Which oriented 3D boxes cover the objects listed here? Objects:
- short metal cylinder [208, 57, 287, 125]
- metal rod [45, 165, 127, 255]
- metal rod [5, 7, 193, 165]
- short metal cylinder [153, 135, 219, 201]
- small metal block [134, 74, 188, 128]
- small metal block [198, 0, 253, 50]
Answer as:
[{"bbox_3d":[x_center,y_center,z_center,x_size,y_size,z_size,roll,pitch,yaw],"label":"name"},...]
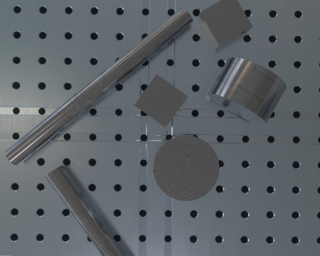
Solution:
[{"bbox_3d":[0.107,-0.045,0.387,0.080,0.080,0.050,29,90,0],"label":"short metal cylinder"},{"bbox_3d":[-0.054,0.179,0.412,0.025,0.025,0.299,-36,90,0],"label":"metal rod"},{"bbox_3d":[-0.080,-0.055,0.412,0.300,0.025,0.025,-39,90,0],"label":"metal rod"},{"bbox_3d":[0.032,0.049,0.401,0.081,0.050,0.079,0,90,0],"label":"short metal cylinder"},{"bbox_3d":[0.001,-0.035,0.413,0.050,0.025,0.050,36,90,0],"label":"small metal block"},{"bbox_3d":[0.086,-0.141,0.414,0.050,0.025,0.050,-30,90,0],"label":"small metal block"}]
